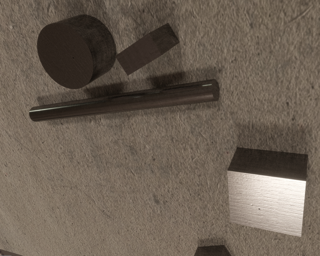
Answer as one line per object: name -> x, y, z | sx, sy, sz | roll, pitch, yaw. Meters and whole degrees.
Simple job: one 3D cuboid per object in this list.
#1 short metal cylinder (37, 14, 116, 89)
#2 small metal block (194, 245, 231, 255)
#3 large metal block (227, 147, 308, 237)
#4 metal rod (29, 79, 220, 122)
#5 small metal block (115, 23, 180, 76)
short metal cylinder -> -0.102, -0.095, 0.384 | 0.080, 0.050, 0.079 | 13, 124, 20
small metal block -> 0.089, 0.216, 0.493 | 0.050, 0.025, 0.050 | -21, 108, 35
large metal block -> 0.128, 0.074, 0.368 | 0.080, 0.050, 0.079 | 5, 121, 25
metal rod -> -0.068, -0.032, 0.420 | 0.300, 0.025, 0.025 | -5, 116, 30
small metal block -> -0.013, -0.087, 0.342 | 0.050, 0.050, 0.025 | -23, 106, 36
